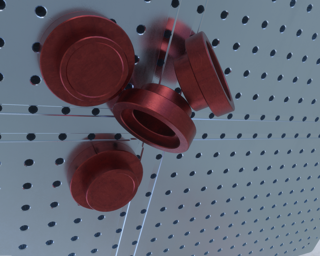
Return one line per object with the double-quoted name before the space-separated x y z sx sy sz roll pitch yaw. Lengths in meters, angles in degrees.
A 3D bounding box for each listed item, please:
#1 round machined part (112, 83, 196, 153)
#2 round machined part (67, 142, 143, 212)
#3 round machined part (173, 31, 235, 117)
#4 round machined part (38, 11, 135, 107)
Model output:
"round machined part" -0.002 -0.015 0.362 0.098 0.098 0.042 50 60 -40
"round machined part" -0.067 0.070 0.406 0.099 0.042 0.097 -14 124 -21
"round machined part" 0.049 -0.058 0.362 0.042 0.098 0.098 -22 132 18
"round machined part" -0.072 -0.066 0.320 0.099 0.042 0.097 -14 124 -21
